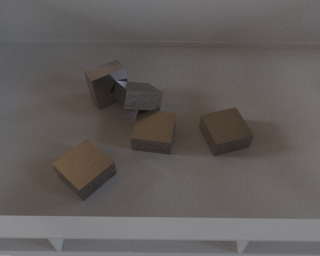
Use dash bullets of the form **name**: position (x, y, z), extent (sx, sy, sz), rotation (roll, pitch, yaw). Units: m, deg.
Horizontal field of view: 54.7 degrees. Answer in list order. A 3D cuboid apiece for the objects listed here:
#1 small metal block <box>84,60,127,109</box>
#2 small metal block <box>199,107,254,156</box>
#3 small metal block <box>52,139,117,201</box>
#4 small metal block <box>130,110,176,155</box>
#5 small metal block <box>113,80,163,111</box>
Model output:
- **small metal block**: position (-0.074, -0.062, 0.439), extent (0.050, 0.050, 0.025), rotation (-26, 50, -20)
- **small metal block**: position (0.085, 0.004, 0.402), extent (0.050, 0.025, 0.050), rotation (-13, 51, -11)
- **small metal block**: position (-0.088, 0.048, 0.364), extent (0.050, 0.025, 0.050), rotation (35, 58, 26)
- **small metal block**: position (-0.007, 0.004, 0.401), extent (0.050, 0.025, 0.050), rotation (7, 50, 5)
- **small metal block**: position (-0.031, -0.044, 0.420), extent (0.050, 0.025, 0.050), rotation (1, 21, -26)
